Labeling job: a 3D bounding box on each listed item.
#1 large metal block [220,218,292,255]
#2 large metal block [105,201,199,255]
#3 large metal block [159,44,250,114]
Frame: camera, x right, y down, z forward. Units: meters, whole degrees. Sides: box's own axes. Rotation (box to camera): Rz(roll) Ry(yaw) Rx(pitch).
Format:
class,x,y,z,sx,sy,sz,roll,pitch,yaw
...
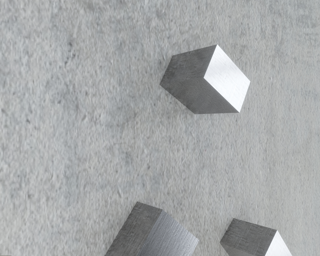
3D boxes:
class,x,y,z,sx,sy,sz,roll,pitch,yaw
large metal block,0.158,0.201,0.505,0.050,0.080,0.080,-50,120,-29
large metal block,-0.009,0.151,0.383,0.080,0.050,0.080,47,62,-30
large metal block,0.061,-0.061,0.423,0.080,0.080,0.050,36,68,-35
